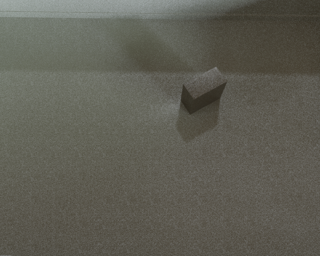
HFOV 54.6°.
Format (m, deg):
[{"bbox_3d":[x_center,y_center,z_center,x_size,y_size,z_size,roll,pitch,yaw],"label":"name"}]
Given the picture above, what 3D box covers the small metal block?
[{"bbox_3d":[0.057,-0.049,0.415,0.050,0.050,0.025,-29,73,-10],"label":"small metal block"}]
